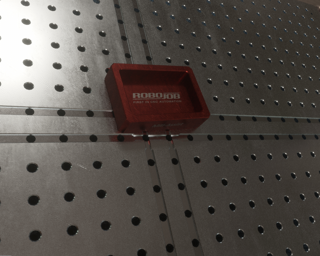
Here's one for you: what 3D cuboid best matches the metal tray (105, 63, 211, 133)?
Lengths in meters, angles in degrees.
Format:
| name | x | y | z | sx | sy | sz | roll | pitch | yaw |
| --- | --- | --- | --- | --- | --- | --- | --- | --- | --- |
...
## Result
| name | x | y | z | sx | sy | sz | roll | pitch | yaw |
| --- | --- | --- | --- | --- | --- | --- | --- | --- | --- |
| metal tray | -0.002 | -0.043 | 0.431 | 0.131 | 0.030 | 0.090 | -4 | 64 | -31 |
